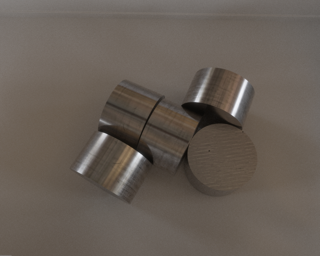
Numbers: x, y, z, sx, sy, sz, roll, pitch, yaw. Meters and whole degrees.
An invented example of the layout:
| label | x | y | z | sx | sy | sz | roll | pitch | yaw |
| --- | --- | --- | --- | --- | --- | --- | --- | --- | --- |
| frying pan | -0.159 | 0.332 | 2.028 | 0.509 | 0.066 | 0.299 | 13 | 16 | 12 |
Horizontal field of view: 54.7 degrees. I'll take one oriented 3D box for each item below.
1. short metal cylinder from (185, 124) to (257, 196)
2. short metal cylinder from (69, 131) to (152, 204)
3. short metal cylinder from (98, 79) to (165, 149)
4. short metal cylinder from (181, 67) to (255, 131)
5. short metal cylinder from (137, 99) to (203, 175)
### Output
| label | x | y | z | sx | sy | sz | roll | pitch | yaw |
| --- | --- | --- | --- | --- | --- | --- | --- | --- | --- |
| short metal cylinder | 0.072 | 0.040 | 0.380 | 0.081 | 0.050 | 0.080 | 0 | 70 | 0 |
| short metal cylinder | -0.056 | 0.047 | 0.361 | 0.080 | 0.080 | 0.050 | 28 | 72 | 9 |
| short metal cylinder | -0.034 | -0.013 | 0.383 | 0.050 | 0.080 | 0.080 | 24 | 72 | 8 |
| short metal cylinder | 0.072 | -0.032 | 0.391 | 0.080 | 0.080 | 0.050 | 22 | 72 | 7 |
| short metal cylinder | 0.012 | 0.011 | 0.375 | 0.050 | 0.080 | 0.080 | 25 | 72 | 8 |
